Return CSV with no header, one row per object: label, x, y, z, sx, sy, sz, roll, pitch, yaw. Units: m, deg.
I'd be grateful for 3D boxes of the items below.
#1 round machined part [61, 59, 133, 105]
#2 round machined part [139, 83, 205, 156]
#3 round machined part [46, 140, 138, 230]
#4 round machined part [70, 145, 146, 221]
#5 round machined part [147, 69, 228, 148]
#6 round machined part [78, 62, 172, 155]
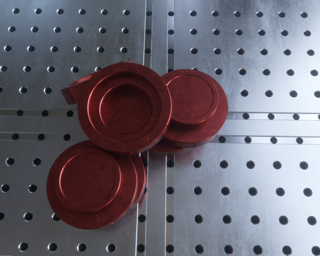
round machined part,-0.073,-0.051,0.401,0.098,0.098,0.042,-26,107,-9
round machined part,0.010,-0.017,0.387,0.099,0.042,0.098,0,70,0
round machined part,-0.074,0.059,0.336,0.099,0.042,0.098,0,70,0
round machined part,-0.066,0.057,0.359,0.099,0.042,0.098,0,70,0
round machined part,0.032,-0.029,0.368,0.099,0.042,0.098,0,69,0
round machined part,-0.036,-0.019,0.341,0.098,0.042,0.098,-1,78,3
